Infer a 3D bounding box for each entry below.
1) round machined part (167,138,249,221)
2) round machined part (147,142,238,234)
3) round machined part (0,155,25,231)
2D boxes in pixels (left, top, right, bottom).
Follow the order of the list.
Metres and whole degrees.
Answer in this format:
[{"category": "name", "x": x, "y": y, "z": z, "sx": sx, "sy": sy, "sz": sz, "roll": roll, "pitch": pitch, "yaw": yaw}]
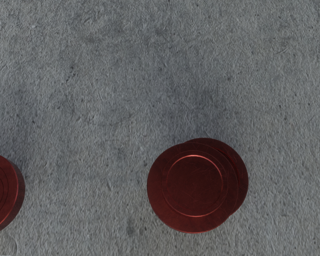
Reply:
[{"category": "round machined part", "x": 0.053, "y": 0.064, "z": 0.376, "sx": 0.099, "sy": 0.042, "sz": 0.098, "roll": 0, "pitch": 70, "yaw": 0}, {"category": "round machined part", "x": 0.035, "y": 0.062, "z": 0.332, "sx": 0.099, "sy": 0.042, "sz": 0.098, "roll": 0, "pitch": 70, "yaw": 0}, {"category": "round machined part", "x": -0.210, "y": 0.080, "z": 0.368, "sx": 0.099, "sy": 0.042, "sz": 0.098, "roll": 0, "pitch": 70, "yaw": 0}]
